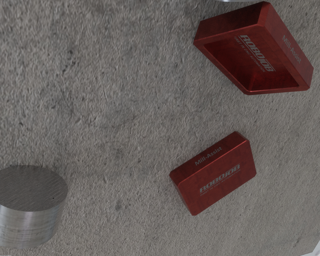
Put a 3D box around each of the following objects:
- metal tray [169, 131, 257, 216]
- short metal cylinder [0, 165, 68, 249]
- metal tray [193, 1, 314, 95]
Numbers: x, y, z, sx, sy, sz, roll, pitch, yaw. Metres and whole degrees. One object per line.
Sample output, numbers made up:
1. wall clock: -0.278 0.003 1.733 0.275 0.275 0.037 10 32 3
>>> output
1. metal tray: 0.088 0.074 0.498 0.131 0.030 0.090 -31 129 -8
2. short metal cylinder: -0.148 0.084 0.343 0.081 0.080 0.050 6 115 -31
3. metal tray: 0.114 -0.086 0.372 0.130 0.090 0.030 32 69 -38
